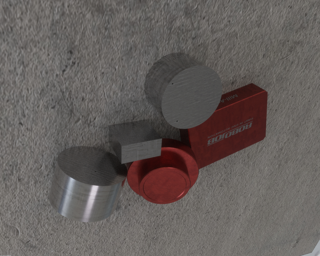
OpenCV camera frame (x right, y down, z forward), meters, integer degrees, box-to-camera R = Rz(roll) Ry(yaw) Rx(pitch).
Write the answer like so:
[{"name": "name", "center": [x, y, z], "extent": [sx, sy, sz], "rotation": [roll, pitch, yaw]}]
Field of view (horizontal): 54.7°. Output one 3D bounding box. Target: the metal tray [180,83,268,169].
[{"name": "metal tray", "center": [0.095, -0.002, 0.454], "extent": [0.131, 0.030, 0.089], "rotation": [-22, 127, -15]}]

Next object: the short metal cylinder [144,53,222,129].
[{"name": "short metal cylinder", "center": [0.028, -0.046, 0.378], "extent": [0.081, 0.050, 0.079], "rotation": [-14, 124, -21]}]

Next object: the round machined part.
[{"name": "round machined part", "center": [0.004, 0.065, 0.419], "extent": [0.099, 0.042, 0.097], "rotation": [-3, 125, -5]}]

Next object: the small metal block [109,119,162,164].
[{"name": "small metal block", "center": [-0.032, 0.015, 0.383], "extent": [0.050, 0.050, 0.025], "rotation": [-10, 123, -23]}]

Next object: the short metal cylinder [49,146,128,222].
[{"name": "short metal cylinder", "center": [-0.084, 0.064, 0.365], "extent": [0.081, 0.080, 0.050], "rotation": [6, 115, -31]}]
